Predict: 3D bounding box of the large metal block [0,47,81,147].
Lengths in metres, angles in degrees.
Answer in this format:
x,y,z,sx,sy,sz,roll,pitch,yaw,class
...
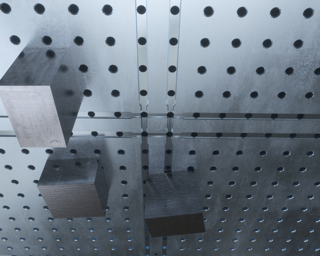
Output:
x,y,z,sx,sy,sz,roll,pitch,yaw,class
-0.128,-0.035,0.345,0.050,0.080,0.080,0,130,0,large metal block

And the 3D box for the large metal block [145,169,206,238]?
x,y,z,sx,sy,sz,roll,pitch,yaw,class
0.023,0.113,0.472,0.080,0.080,0.050,-8,130,6,large metal block

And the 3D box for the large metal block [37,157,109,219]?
x,y,z,sx,sy,sz,roll,pitch,yaw,class
-0.128,0.092,0.473,0.080,0.050,0.080,-3,130,2,large metal block
